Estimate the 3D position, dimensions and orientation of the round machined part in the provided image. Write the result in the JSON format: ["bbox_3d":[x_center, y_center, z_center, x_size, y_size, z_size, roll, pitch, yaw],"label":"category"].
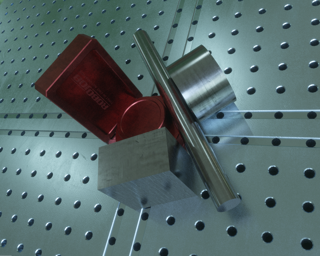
[{"bbox_3d":[-0.017,-0.002,0.406,0.098,0.042,0.098,-13,56,20],"label":"round machined part"}]

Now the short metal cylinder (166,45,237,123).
[{"bbox_3d":[0.049,-0.053,0.377,0.050,0.080,0.080,-32,52,7],"label":"short metal cylinder"}]

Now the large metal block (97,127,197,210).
[{"bbox_3d":[-0.013,0.049,0.348,0.080,0.080,0.050,-18,55,18],"label":"large metal block"}]

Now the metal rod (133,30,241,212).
[{"bbox_3d":[0.018,-0.033,0.391,0.025,0.025,0.300,-31,52,8],"label":"metal rod"}]

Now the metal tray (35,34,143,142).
[{"bbox_3d":[-0.087,-0.048,0.415,0.030,0.130,0.090,31,79,37],"label":"metal tray"}]
